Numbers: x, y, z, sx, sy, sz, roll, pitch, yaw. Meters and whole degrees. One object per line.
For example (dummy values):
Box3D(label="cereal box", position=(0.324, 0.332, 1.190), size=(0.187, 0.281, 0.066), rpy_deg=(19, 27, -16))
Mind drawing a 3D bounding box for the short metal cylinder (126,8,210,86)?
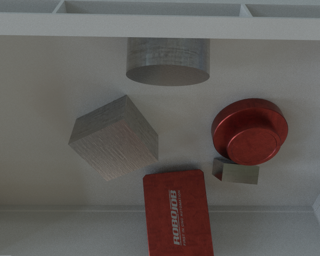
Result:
Box3D(label="short metal cylinder", position=(0.008, -0.074, 0.302), size=(0.081, 0.050, 0.080), rpy_deg=(2, 175, 0))

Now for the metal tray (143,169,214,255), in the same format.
Box3D(label="metal tray", position=(0.026, 0.131, 0.458), size=(0.090, 0.129, 0.030), rpy_deg=(-7, 168, 5))

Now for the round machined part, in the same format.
Box3D(label="round machined part", position=(0.120, 0.012, 0.410), size=(0.099, 0.042, 0.097), rpy_deg=(-1, 130, 0))

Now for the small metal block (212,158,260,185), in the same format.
Box3D(label="small metal block", position=(0.107, 0.061, 0.443), size=(0.050, 0.050, 0.025), rpy_deg=(6, 92, -6))

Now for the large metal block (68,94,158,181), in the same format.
Box3D(label="large metal block", position=(-0.057, 0.015, 0.405), size=(0.080, 0.050, 0.080), rpy_deg=(-23, 127, 18))
